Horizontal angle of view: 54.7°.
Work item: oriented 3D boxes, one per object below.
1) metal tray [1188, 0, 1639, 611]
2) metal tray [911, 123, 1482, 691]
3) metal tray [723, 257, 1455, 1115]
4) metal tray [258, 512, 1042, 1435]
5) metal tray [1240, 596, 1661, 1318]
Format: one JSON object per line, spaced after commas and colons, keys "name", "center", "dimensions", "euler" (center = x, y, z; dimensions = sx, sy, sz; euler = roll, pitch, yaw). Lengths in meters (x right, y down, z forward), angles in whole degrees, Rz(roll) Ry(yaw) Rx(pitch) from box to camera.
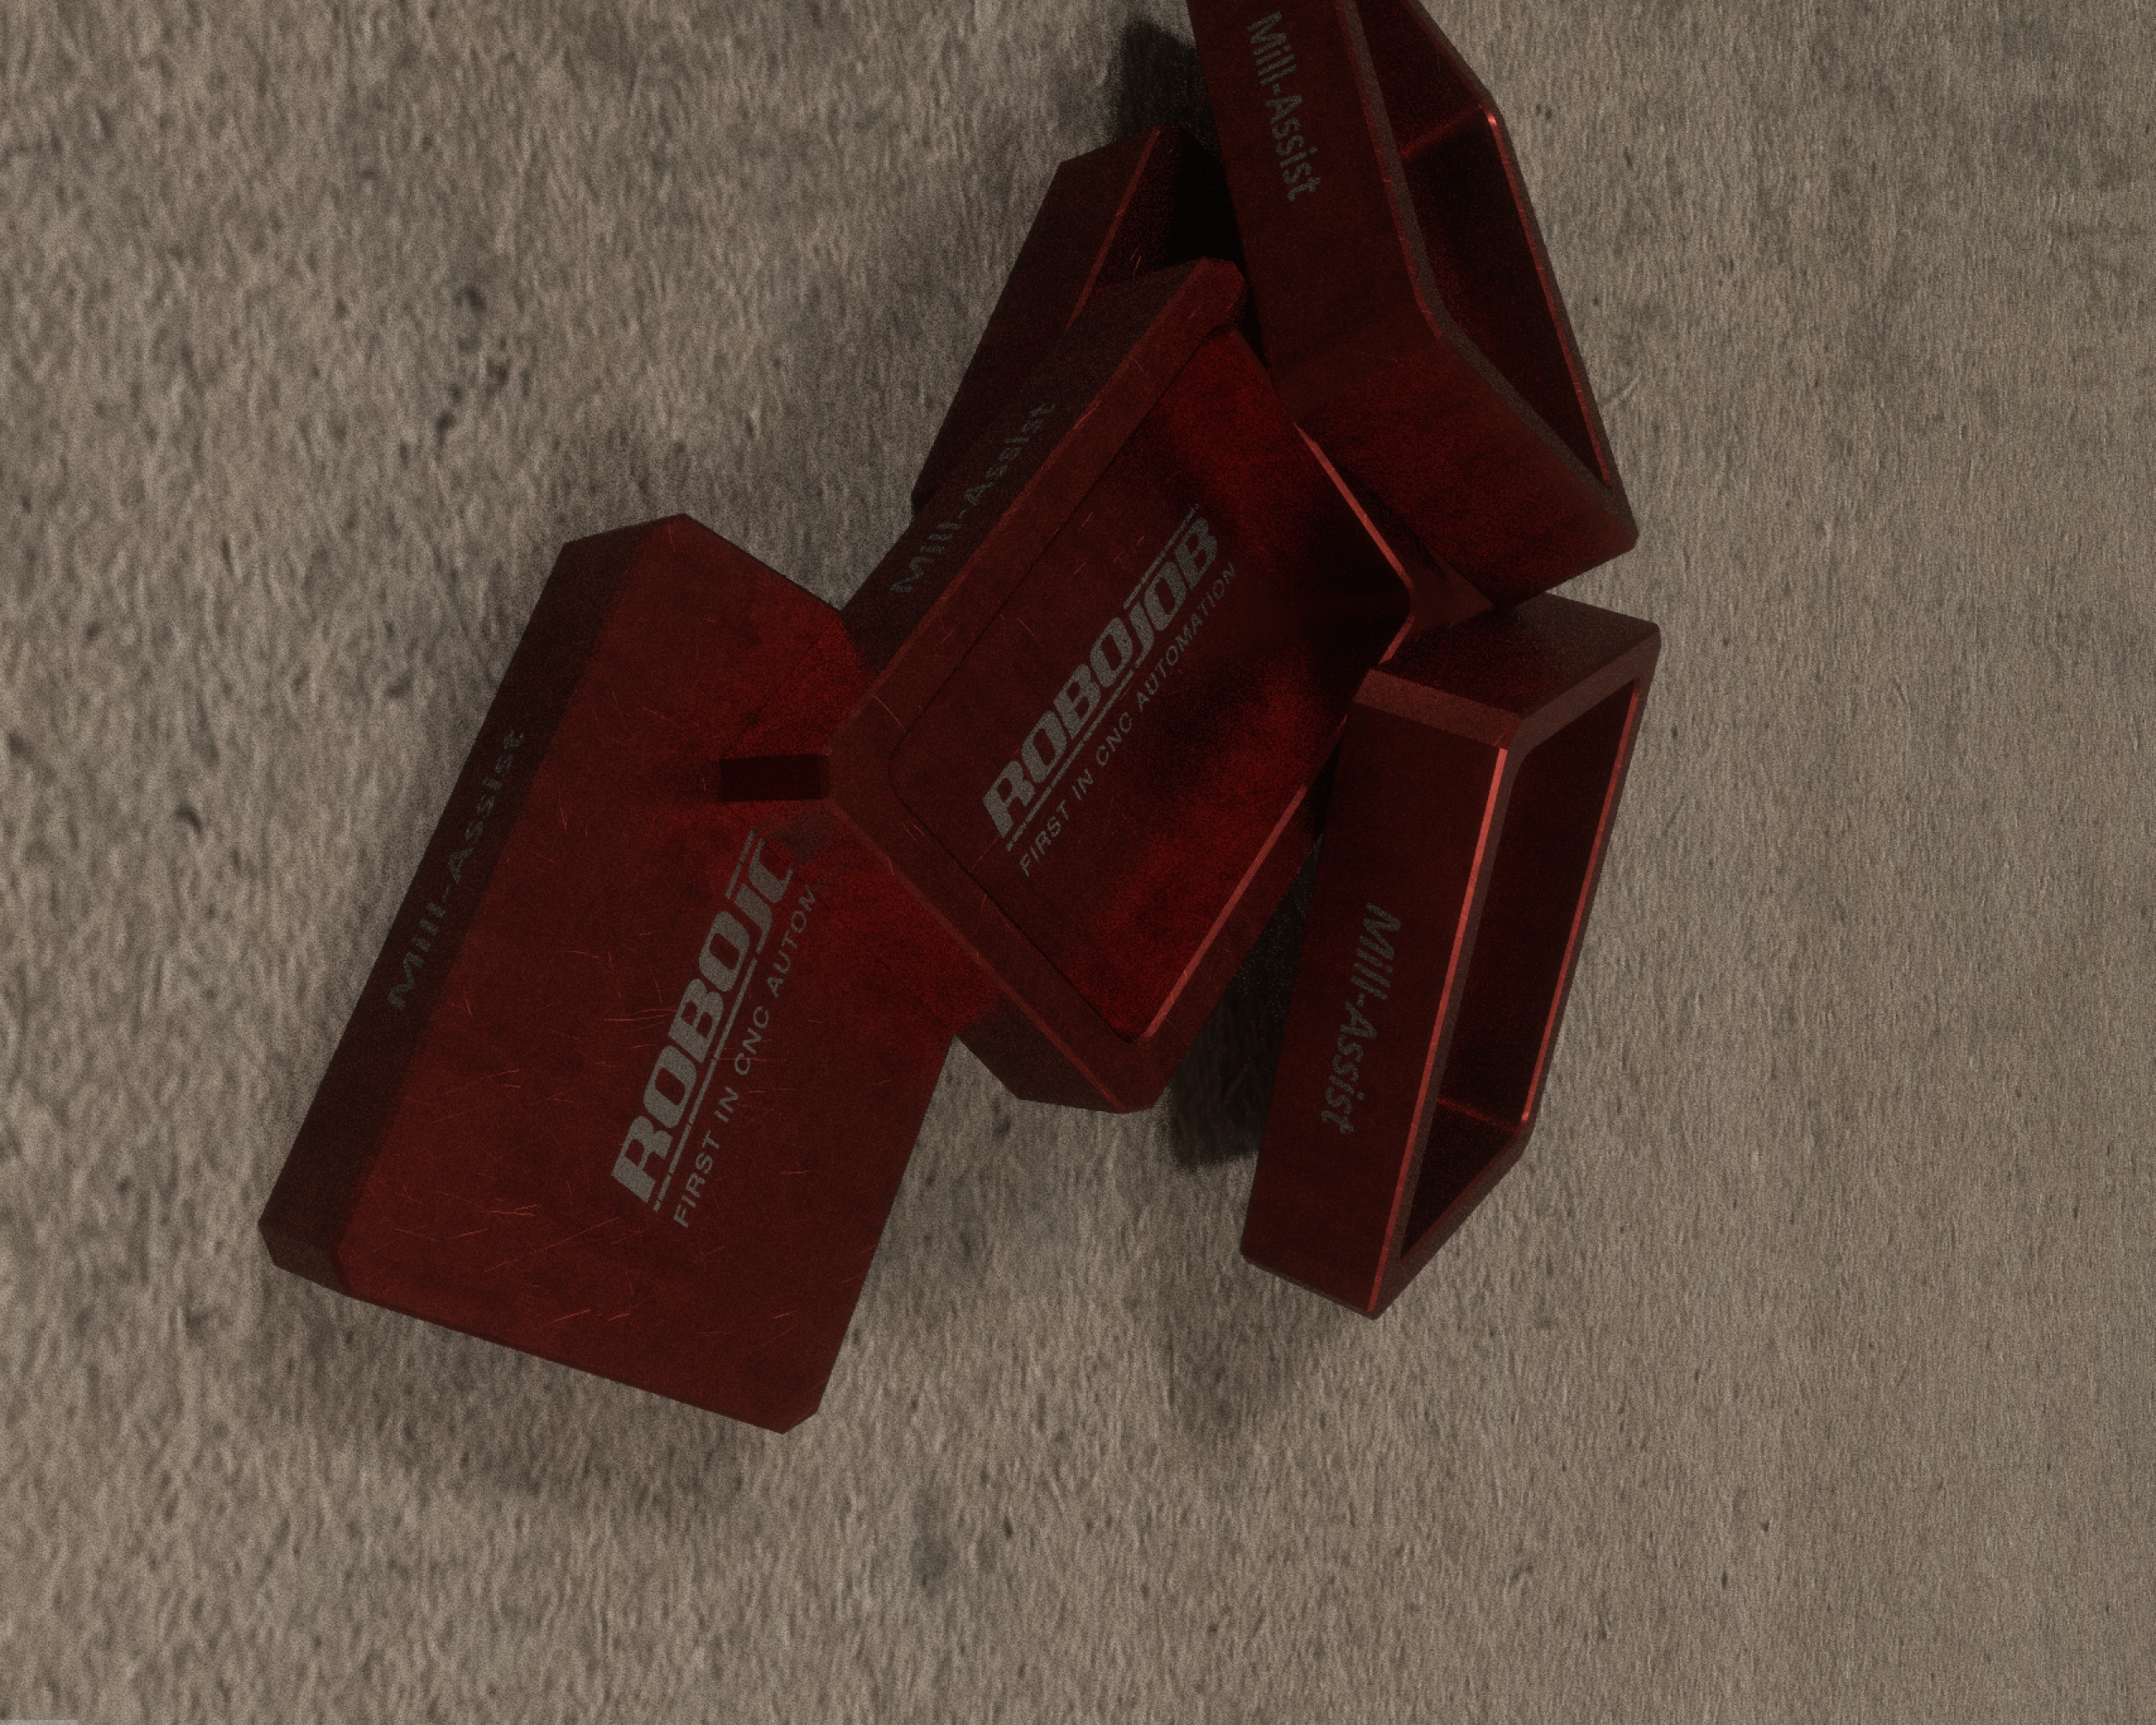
{"name": "metal tray", "center": [0.065, -0.125, 0.415], "dimensions": [0.090, 0.030, 0.130], "euler": [29, 44, -47]}
{"name": "metal tray", "center": [0.036, -0.076, 0.435], "dimensions": [0.130, 0.030, 0.090], "euler": [34, 69, -35]}
{"name": "metal tray", "center": [0.008, -0.032, 0.373], "dimensions": [0.090, 0.030, 0.130], "euler": [49, 61, -29]}
{"name": "metal tray", "center": [-0.065, 0.019, 0.349], "dimensions": [0.090, 0.030, 0.130], "euler": [31, 71, -36]}
{"name": "metal tray", "center": [0.076, 0.017, 0.425], "dimensions": [0.091, 0.030, 0.129], "euler": [-29, 133, -53]}
